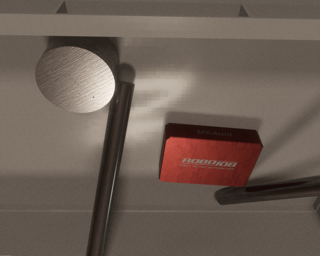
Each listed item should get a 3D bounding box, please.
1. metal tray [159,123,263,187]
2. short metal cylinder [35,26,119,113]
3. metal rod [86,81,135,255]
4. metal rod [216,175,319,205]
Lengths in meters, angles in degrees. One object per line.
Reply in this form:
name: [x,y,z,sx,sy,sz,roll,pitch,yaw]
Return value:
metal tray: [0.068,0.041,0.442,0.131,0.030,0.089,5,130,-5]
short metal cylinder: [-0.087,-0.063,0.338,0.081,0.050,0.079,0,130,0]
metal rod: [-0.071,0.087,0.403,0.025,0.025,0.298,9,105,-8]
metal rod: [0.190,0.076,0.397,0.025,0.025,0.299,33,147,-25]
